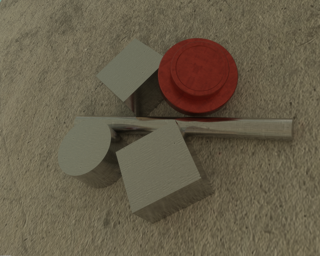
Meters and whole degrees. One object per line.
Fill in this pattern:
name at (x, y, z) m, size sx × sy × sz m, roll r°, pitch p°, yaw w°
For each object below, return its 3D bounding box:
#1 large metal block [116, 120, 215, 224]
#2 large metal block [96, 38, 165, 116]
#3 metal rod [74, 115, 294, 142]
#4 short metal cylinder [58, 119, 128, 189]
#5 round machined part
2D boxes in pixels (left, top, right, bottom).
large metal block at (0.005, 0.051, 0.355) m, size 0.080 × 0.050 × 0.080 m, roll -29°, pitch 52°, yaw 9°
large metal block at (-0.031, -0.071, 0.445) m, size 0.080 × 0.050 × 0.080 m, roll -45°, pitch 51°, yaw -3°
metal rod at (0.010, -0.003, 0.402) m, size 0.300 × 0.025 × 0.025 m, roll 2°, pitch 63°, yaw 28°
short metal cylinder at (-0.086, 0.034, 0.412) m, size 0.080 × 0.050 × 0.080 m, roll -13°, pitch 56°, yaw 20°
round machined part at (0.047, -0.066, 0.379) m, size 0.099 × 0.042 × 0.098 m, roll 0°, pitch 79°, yaw 0°
